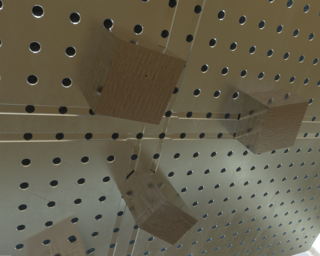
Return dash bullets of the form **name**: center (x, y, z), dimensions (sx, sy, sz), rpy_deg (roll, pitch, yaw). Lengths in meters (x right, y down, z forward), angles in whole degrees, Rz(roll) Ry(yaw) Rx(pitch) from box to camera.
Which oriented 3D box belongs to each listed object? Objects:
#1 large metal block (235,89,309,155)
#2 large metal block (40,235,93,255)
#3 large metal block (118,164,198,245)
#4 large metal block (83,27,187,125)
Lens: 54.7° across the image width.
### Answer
- **large metal block**: center (0.173, -0.012, 0.485), dimensions (0.081, 0.050, 0.079), rpy_deg (-9, 122, -24)
- **large metal block**: center (-0.136, 0.220, 0.458), dimensions (0.081, 0.050, 0.080), rpy_deg (-25, 128, -14)
- **large metal block**: center (-0.003, 0.109, 0.443), dimensions (0.050, 0.080, 0.080), rpy_deg (-45, 130, 3)
- **large metal block**: center (-0.030, -0.056, 0.346), dimensions (0.081, 0.050, 0.079), rpy_deg (10, 113, -33)
